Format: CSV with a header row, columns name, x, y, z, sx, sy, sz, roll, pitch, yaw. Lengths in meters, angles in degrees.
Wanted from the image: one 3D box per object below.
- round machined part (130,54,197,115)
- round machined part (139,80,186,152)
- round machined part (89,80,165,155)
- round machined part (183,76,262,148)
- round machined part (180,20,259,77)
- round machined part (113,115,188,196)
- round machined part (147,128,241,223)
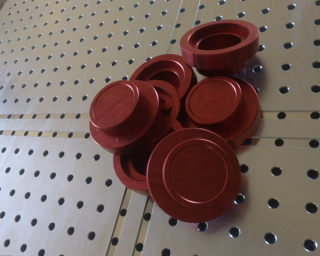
name,x,y,z,sx,sy,sz,roll,pitch,yaw
round machined part,0.005,-0.050,0.426,0.098,0.042,0.098,-13,56,21
round machined part,-0.011,-0.012,0.411,0.098,0.042,0.098,-13,56,21
round machined part,-0.047,-0.019,0.380,0.098,0.042,0.098,-13,56,21
round machined part,0.069,-0.024,0.376,0.098,0.042,0.098,-13,56,21
round machined part,0.078,-0.101,0.405,0.098,0.042,0.098,-9,39,8
round machined part,-0.004,0.036,0.379,0.098,0.042,0.098,-13,56,21
round machined part,0.036,0.047,0.319,0.099,0.042,0.098,1,79,-4
